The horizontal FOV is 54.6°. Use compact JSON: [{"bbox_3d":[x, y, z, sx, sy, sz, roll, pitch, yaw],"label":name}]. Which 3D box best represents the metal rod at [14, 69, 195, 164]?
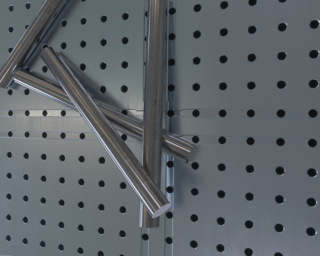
[{"bbox_3d":[-0.091,-0.024,0.445,0.300,0.025,0.025,24,98,18],"label":"metal rod"}]

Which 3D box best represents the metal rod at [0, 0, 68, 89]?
[{"bbox_3d":[-0.165,-0.183,0.471,0.025,0.025,0.299,44,103,14],"label":"metal rod"}]

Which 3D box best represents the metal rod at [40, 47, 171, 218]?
[{"bbox_3d":[-0.084,-0.012,0.407,0.025,0.025,0.300,-47,62,14],"label":"metal rod"}]

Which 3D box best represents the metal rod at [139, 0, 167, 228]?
[{"bbox_3d":[-0.008,-0.030,0.394,0.025,0.025,0.299,-1,82,20],"label":"metal rod"}]
